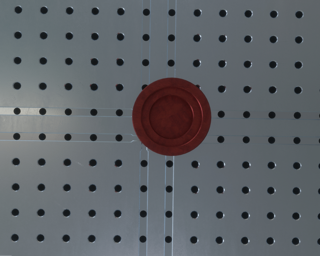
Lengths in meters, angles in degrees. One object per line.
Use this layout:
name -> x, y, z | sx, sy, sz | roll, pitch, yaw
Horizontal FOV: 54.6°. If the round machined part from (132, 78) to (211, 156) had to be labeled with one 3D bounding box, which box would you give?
round machined part -> 0.015, -0.014, 0.405 | 0.099, 0.042, 0.097 | 0, 90, 0
